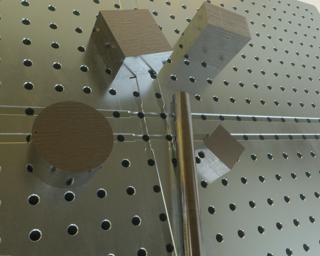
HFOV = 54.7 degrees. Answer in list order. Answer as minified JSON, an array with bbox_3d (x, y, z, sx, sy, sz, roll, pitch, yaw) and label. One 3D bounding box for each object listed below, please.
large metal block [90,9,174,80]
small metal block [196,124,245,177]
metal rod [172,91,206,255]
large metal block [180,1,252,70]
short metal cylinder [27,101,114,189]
[{"bbox_3d":[-0.041,-0.122,0.446,0.081,0.050,0.080,-18,71,-35],"label":"large metal block"},{"bbox_3d":[0.085,0.031,0.437,0.050,0.025,0.050,44,51,2],"label":"small metal block"},{"bbox_3d":[0.036,0.083,0.378,0.025,0.025,0.299,12,57,-22],"label":"metal rod"},{"bbox_3d":[0.090,-0.151,0.515,0.081,0.080,0.050,11,57,-23],"label":"large metal block"},{"bbox_3d":[-0.096,0.018,0.330,0.081,0.050,0.080,14,56,-21],"label":"short metal cylinder"}]
